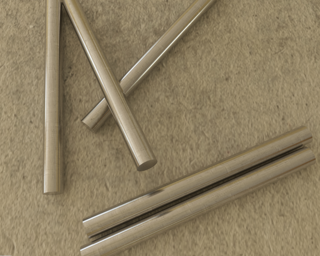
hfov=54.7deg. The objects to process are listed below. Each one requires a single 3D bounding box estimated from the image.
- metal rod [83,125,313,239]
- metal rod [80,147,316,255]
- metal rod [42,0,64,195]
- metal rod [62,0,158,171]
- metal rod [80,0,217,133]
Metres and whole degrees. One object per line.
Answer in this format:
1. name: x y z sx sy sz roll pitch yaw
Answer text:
1. metal rod: 0.053 0.063 0.385 0.302 0.025 0.025 -22 72 -8
2. metal rod: 0.052 0.091 0.375 0.302 0.025 0.025 -22 72 -8
3. metal rod: -0.147 -0.060 0.428 0.025 0.025 0.299 -6 70 -3
4. metal rod: -0.076 -0.077 0.412 0.025 0.025 0.299 -23 63 -9
5. metal rod: -0.002 -0.112 0.448 0.025 0.025 0.300 37 74 12
